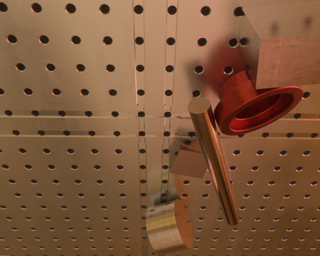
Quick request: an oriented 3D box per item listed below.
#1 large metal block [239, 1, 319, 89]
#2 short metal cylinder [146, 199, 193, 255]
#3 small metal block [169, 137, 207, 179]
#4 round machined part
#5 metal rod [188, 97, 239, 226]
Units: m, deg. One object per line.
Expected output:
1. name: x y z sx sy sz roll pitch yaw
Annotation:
1. large metal block: 0.128 -0.084 0.305 0.080 0.080 0.050 -5 129 3
2. short metal cylinder: 0.017 0.164 0.516 0.050 0.080 0.080 -20 128 16
3. small metal block: 0.045 0.044 0.450 0.050 0.025 0.050 11 129 -10
4. round machined part: 0.107 -0.034 0.356 0.099 0.042 0.098 -17 155 -8
5. metal rod: 0.086 0.069 0.444 0.025 0.025 0.299 -14 137 11
